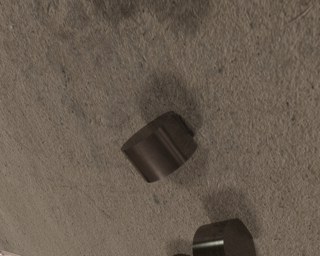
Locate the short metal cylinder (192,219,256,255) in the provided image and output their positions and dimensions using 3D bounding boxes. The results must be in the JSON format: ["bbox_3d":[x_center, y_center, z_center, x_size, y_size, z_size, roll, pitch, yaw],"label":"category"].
[{"bbox_3d":[0.090,0.171,0.429,0.050,0.080,0.080,-26,104,37],"label":"short metal cylinder"}]

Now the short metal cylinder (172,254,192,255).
[{"bbox_3d":[0.043,0.264,0.530,0.080,0.050,0.079,13,124,20],"label":"short metal cylinder"}]

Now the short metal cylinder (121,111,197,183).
[{"bbox_3d":[-0.001,0.022,0.385,0.080,0.080,0.050,-28,103,37],"label":"short metal cylinder"}]
